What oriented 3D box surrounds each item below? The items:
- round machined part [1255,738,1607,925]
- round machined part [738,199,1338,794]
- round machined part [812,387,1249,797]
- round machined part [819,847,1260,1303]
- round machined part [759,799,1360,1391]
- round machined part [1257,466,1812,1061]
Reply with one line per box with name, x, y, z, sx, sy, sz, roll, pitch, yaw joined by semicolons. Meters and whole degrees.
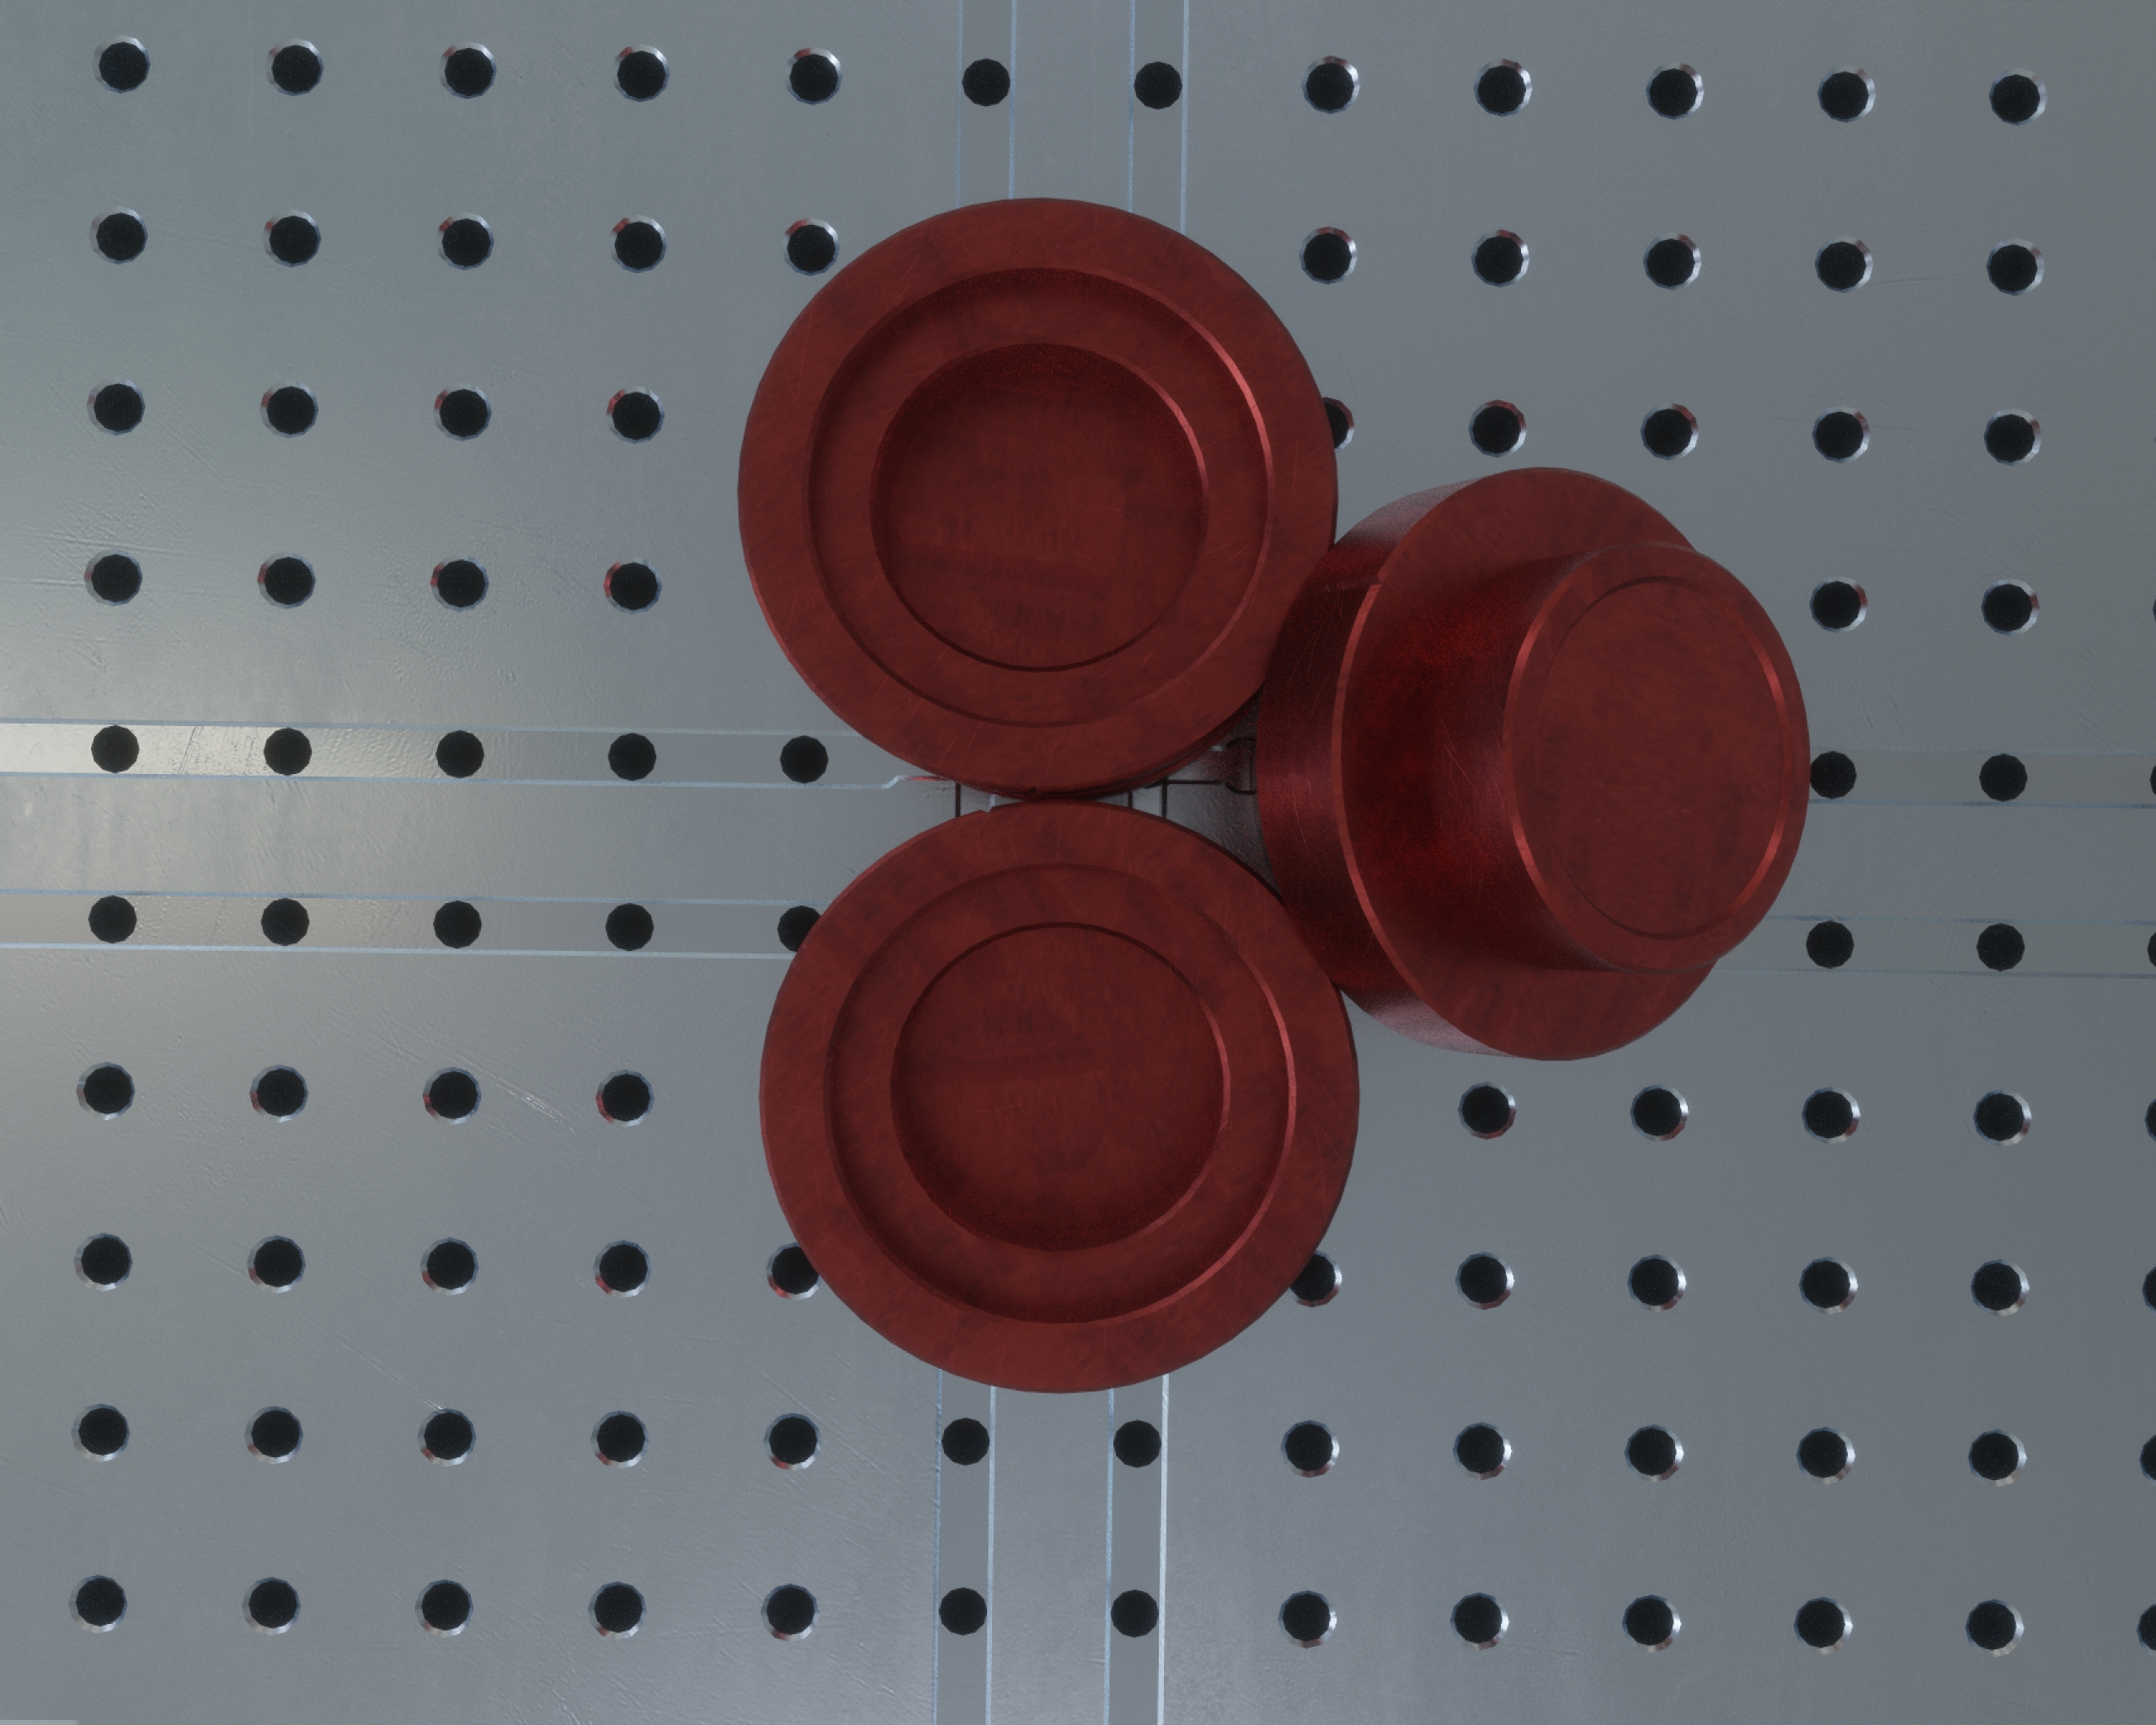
round machined part;0.085;-0.017;0.406;0.099;0.042;0.097;0;90;0
round machined part;-0.006;-0.060;0.362;0.099;0.042;0.097;0;90;0
round machined part;-0.005;-0.061;0.406;0.099;0.042;0.097;0;90;0
round machined part;-0.004;0.038;0.405;0.099;0.042;0.097;0;90;0
round machined part;-0.003;0.038;0.362;0.099;0.042;0.097;0;90;0
round machined part;0.081;-0.016;0.342;0.099;0.042;0.097;0;89;-32
